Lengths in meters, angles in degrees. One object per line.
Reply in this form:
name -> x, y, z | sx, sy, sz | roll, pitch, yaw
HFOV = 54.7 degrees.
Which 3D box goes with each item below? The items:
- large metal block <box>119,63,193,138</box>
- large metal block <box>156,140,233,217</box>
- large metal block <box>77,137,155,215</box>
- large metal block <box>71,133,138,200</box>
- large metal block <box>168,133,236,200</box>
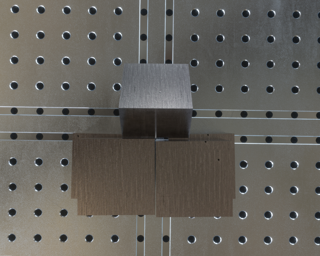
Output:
large metal block -> -0.005, -0.035, 0.380 | 0.081, 0.050, 0.080 | 0, 48, -1
large metal block -> 0.036, 0.053, 0.349 | 0.081, 0.050, 0.079 | 0, 90, -1
large metal block -> -0.046, 0.051, 0.347 | 0.081, 0.050, 0.079 | 0, 90, -1
large metal block -> -0.067, 0.047, 0.401 | 0.081, 0.050, 0.079 | 2, 90, -1
large metal block -> 0.051, 0.047, 0.401 | 0.081, 0.050, 0.079 | -1, 90, -1
